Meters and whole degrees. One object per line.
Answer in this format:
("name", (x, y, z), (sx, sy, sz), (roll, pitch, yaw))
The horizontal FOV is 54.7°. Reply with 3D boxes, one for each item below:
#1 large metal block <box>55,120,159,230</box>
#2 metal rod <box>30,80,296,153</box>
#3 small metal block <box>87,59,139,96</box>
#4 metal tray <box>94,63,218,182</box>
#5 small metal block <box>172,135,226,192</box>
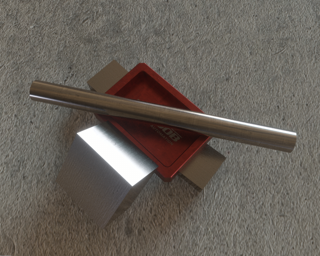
("large metal block", (-0.062, 0.052, 0.351), (0.080, 0.079, 0.050), (41, 33, 13))
("metal rod", (0.000, -0.014, 0.356), (0.302, 0.025, 0.025), (12, 71, 3))
("small metal block", (-0.063, -0.058, 0.429), (0.050, 0.025, 0.050), (43, 75, 13))
("metal tray", (-0.007, -0.009, 0.382), (0.130, 0.030, 0.090), (42, 75, 13))
("small metal block", (0.047, 0.045, 0.393), (0.050, 0.025, 0.050), (37, 74, 12))
